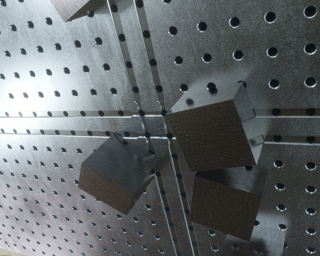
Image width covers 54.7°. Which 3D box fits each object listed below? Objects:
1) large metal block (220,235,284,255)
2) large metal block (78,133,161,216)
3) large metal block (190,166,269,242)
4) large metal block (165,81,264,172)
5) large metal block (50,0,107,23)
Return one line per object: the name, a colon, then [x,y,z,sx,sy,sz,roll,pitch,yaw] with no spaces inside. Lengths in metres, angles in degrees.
large metal block: [0.137,0.207,0.451,0.080,0.050,0.079,1,119,27]
large metal block: [-0.057,0.063,0.443,0.080,0.080,0.050,27,128,11]
large metal block: [0.088,0.089,0.403,0.080,0.050,0.079,15,124,19]
large metal block: [0.065,0.000,0.360,0.080,0.050,0.080,-12,113,33]
large metal block: [-0.087,-0.174,0.331,0.080,0.050,0.080,-23,106,36]
